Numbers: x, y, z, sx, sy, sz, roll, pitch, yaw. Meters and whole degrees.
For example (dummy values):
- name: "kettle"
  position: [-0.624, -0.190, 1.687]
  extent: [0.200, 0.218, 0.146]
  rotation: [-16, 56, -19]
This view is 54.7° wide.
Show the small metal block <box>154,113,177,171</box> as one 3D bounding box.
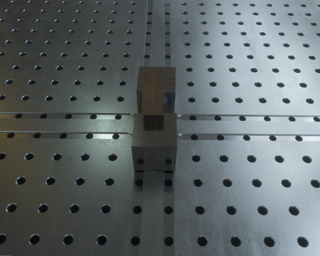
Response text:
- name: "small metal block"
  position: [0.007, 0.017, 0.376]
  extent: [0.025, 0.050, 0.050]
  rotation: [1, 50, 1]

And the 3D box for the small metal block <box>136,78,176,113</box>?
- name: "small metal block"
  position: [-0.005, -0.040, 0.424]
  extent: [0.050, 0.050, 0.025]
  rotation: [2, 50, 1]

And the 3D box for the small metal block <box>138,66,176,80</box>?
- name: "small metal block"
  position: [-0.004, -0.060, 0.441]
  extent: [0.050, 0.050, 0.025]
  rotation: [2, 50, 1]

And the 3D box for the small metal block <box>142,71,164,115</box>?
- name: "small metal block"
  position: [-0.008, -0.043, 0.373]
  extent: [0.025, 0.050, 0.050]
  rotation: [0, 8, 1]

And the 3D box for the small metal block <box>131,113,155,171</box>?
- name: "small metal block"
  position: [-0.019, 0.017, 0.376]
  extent: [0.025, 0.050, 0.050]
  rotation: [1, 50, 1]
